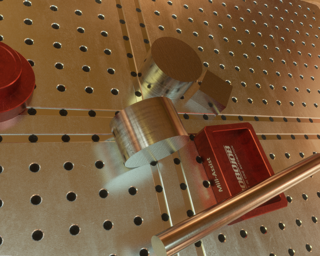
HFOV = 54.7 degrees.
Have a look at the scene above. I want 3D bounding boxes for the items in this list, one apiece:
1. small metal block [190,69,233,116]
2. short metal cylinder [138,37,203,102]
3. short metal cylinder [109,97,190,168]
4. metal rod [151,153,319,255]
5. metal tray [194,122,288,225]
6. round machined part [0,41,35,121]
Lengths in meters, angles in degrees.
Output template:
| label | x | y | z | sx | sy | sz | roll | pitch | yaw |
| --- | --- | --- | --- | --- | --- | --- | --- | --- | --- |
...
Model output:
| label | x | y | z | sx | sy | sz | roll | pitch | yaw |
| --- | --- | --- | --- | --- | --- | --- | --- | --- | --- |
| small metal block | 0.082 | -0.056 | 0.486 | 0.050 | 0.025 | 0.050 | 32 | 52 | -8 |
| short metal cylinder | 0.014 | -0.085 | 0.452 | 0.081 | 0.050 | 0.080 | 14 | 56 | -21 |
| short metal cylinder | -0.012 | 0.006 | 0.362 | 0.081 | 0.080 | 0.050 | -12 | 68 | -33 |
| metal rod | 0.120 | 0.083 | 0.382 | 0.302 | 0.025 | 0.025 | -15 | 70 | -34 |
| metal tray | 0.110 | 0.058 | 0.428 | 0.091 | 0.030 | 0.130 | -5 | 64 | -31 |
| round machined part | -0.186 | -0.057 | 0.332 | 0.099 | 0.042 | 0.098 | 14 | 56 | -21 |
